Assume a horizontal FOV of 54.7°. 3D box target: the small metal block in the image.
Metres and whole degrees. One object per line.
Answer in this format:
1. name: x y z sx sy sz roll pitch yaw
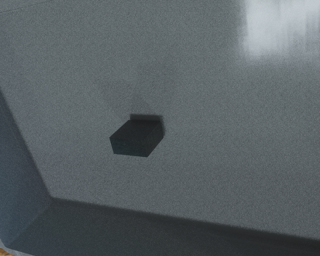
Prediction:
1. small metal block: -0.030 0.013 0.410 0.050 0.050 0.025 3 120 26
